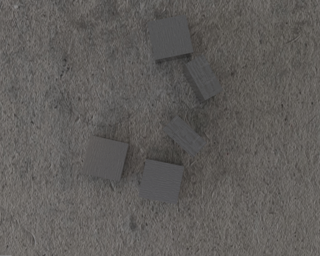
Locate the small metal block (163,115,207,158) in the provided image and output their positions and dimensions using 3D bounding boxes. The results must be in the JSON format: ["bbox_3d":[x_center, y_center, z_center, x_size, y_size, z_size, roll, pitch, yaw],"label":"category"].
[{"bbox_3d":[0.030,0.010,0.398,0.050,0.050,0.025,43,90,0],"label":"small metal block"}]

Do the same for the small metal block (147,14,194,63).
[{"bbox_3d":[0.013,-0.117,0.410,0.050,0.025,0.050,-12,90,0],"label":"small metal block"}]

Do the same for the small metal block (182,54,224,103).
[{"bbox_3d":[0.053,-0.061,0.398,0.025,0.050,0.050,-29,90,0],"label":"small metal block"}]

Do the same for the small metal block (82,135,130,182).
[{"bbox_3d":[-0.070,0.039,0.409,0.050,0.025,0.050,13,90,0],"label":"small metal block"}]

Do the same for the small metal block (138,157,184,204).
[{"bbox_3d":[0.002,0.069,0.410,0.050,0.025,0.050,11,90,0],"label":"small metal block"}]
